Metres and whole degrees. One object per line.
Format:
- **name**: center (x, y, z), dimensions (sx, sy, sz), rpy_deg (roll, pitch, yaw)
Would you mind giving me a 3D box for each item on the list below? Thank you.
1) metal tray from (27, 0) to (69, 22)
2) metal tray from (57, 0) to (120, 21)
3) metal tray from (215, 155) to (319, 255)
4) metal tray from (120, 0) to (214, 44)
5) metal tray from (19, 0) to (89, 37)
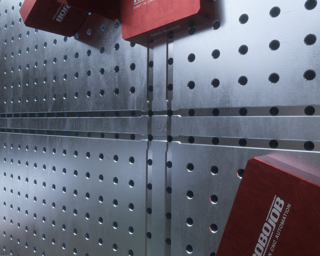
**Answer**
- **metal tray**: center (-0.197, -0.273, 0.570), dimensions (0.090, 0.030, 0.129), rpy_deg (33, 110, 35)
- **metal tray**: center (-0.087, -0.230, 0.440), dimensions (0.030, 0.091, 0.129), rpy_deg (30, 109, 36)
- **metal tray**: center (0.116, 0.103, 0.311), dimensions (0.090, 0.030, 0.129), rpy_deg (25, 106, 37)
- **metal tray**: center (0.004, -0.170, 0.404), dimensions (0.130, 0.030, 0.090), rpy_deg (-5, 87, 40)
- **metal tray**: center (-0.152, -0.210, 0.494), dimensions (0.129, 0.091, 0.030), rpy_deg (-42, 65, 32)
